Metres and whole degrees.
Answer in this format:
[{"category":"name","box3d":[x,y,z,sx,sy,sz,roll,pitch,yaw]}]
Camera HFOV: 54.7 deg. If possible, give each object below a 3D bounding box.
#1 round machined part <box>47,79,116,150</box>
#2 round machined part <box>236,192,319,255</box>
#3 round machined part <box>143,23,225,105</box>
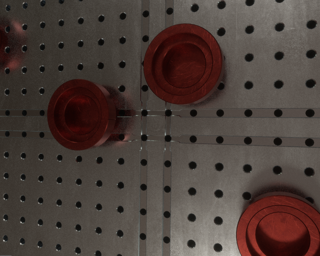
[{"category":"round machined part","box3d":[-0.106,-0.018,0.439,0.098,0.042,0.097,0,90,19]},{"category":"round machined part","box3d":[0.140,0.121,0.354,0.098,0.042,0.097,0,90,19]},{"category":"round machined part","box3d":[0.032,-0.077,0.392,0.098,0.042,0.097,0,90,19]}]
